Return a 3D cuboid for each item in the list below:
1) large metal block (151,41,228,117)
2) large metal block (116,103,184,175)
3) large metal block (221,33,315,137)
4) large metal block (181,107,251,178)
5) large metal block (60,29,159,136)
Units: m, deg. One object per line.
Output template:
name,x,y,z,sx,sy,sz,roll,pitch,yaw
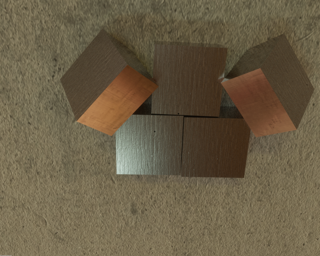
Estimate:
large metal block,0.032,-0.061,0.376,0.081,0.050,0.079,3,110,-2
large metal block,-0.014,0.013,0.402,0.081,0.050,0.079,1,110,-1
large metal block,0.128,-0.048,0.359,0.050,0.080,0.080,-17,116,49
large metal block,0.068,0.017,0.403,0.081,0.050,0.079,1,110,-1
large metal block,-0.061,-0.052,0.354,0.080,0.080,0.050,-45,139,14
